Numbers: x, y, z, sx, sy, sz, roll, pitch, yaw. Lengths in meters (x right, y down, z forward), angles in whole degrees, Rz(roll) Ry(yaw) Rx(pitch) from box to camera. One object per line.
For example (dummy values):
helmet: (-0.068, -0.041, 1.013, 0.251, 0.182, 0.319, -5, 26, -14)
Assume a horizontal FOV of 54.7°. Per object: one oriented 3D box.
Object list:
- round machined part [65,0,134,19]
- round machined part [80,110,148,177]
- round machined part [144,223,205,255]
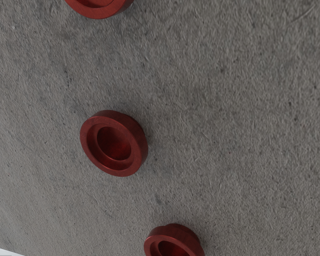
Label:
round machined part: (-0.062, -0.168, 0.325, 0.098, 0.042, 0.097, 13, 124, 21)
round machined part: (-0.060, 0.018, 0.439, 0.098, 0.042, 0.097, 13, 124, 21)
round machined part: (0.027, 0.195, 0.502, 0.098, 0.042, 0.097, 13, 124, 21)
